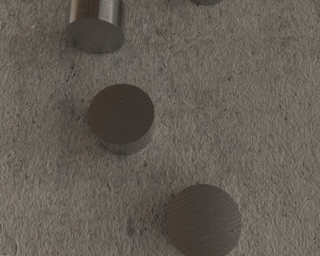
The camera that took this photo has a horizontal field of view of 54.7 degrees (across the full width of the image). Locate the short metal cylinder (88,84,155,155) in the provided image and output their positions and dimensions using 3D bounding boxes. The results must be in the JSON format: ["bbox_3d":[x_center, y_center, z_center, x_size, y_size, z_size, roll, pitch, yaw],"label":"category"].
[{"bbox_3d":[-0.047,-0.010,0.398,0.081,0.050,0.080,0,70,0],"label":"short metal cylinder"}]

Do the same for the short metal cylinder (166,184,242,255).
[{"bbox_3d":[0.047,0.108,0.355,0.081,0.050,0.080,0,70,0],"label":"short metal cylinder"}]

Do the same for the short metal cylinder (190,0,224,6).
[{"bbox_3d":[0.075,-0.241,0.483,0.081,0.050,0.080,0,70,0],"label":"short metal cylinder"}]

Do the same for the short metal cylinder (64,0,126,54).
[{"bbox_3d":[-0.089,-0.147,0.432,0.081,0.080,0.050,-1,70,0],"label":"short metal cylinder"}]
